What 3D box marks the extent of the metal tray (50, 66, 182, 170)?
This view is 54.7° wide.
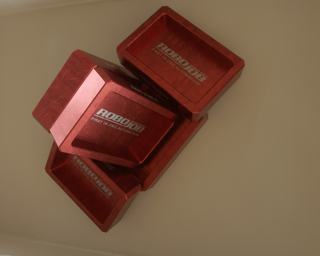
[{"bbox_3d":[-0.044,-0.004,0.355,0.090,0.131,0.030,-52,51,12],"label":"metal tray"}]

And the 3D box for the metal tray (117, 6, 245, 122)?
[{"bbox_3d":[0.024,-0.081,0.379,0.130,0.030,0.090,41,77,15],"label":"metal tray"}]

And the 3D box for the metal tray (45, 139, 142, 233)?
[{"bbox_3d":[-0.095,0.067,0.420,0.130,0.030,0.089,41,127,14],"label":"metal tray"}]

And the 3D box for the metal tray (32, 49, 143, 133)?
[{"bbox_3d":[-0.079,-0.037,0.379,0.030,0.130,0.090,42,103,15],"label":"metal tray"}]

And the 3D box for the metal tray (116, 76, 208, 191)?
[{"bbox_3d":[-0.011,0.006,0.409,0.090,0.030,0.130,41,102,15],"label":"metal tray"}]
